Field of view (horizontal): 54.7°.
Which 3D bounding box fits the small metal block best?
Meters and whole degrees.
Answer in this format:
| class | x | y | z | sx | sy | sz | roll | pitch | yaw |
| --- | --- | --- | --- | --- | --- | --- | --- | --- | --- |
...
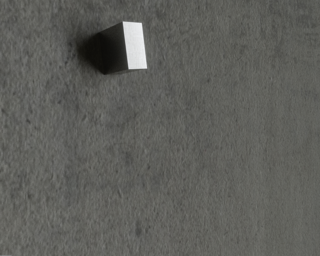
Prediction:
| class | x | y | z | sx | sy | sz | roll | pitch | yaw |
| --- | --- | --- | --- | --- | --- | --- | --- | --- | --- |
| small metal block | -0.043 | -0.089 | 0.354 | 0.025 | 0.050 | 0.050 | -12 | 98 | -40 |
